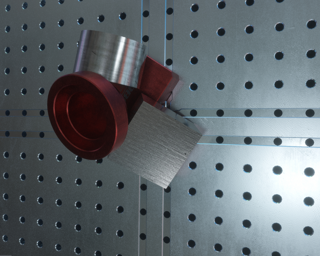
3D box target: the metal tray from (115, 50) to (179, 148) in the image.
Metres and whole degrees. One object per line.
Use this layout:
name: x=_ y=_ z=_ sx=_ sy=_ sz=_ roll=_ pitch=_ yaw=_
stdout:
metal tray: x=-0.046 y=-0.040 z=0.426 sx=0.090 sy=0.030 sz=0.129 roll=36 pitch=101 yaw=16

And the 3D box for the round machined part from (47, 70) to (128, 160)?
round machined part: x=-0.076 y=-0.017 z=0.350 sx=0.098 sy=0.042 sz=0.097 roll=12 pitch=116 yaw=27

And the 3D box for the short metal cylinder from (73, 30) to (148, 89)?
short metal cylinder: x=-0.059 y=-0.080 z=0.371 sx=0.080 sy=0.080 sz=0.050 roll=14 pitch=95 yaw=19

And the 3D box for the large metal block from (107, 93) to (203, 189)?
large metal block: x=-0.008 y=0.015 z=0.382 sx=0.080 sy=0.050 sz=0.080 roll=30 pitch=101 yaw=-14

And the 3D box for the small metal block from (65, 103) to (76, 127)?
small metal block: x=-0.105 y=-0.027 z=0.402 sx=0.025 sy=0.050 sz=0.050 roll=20 pitch=97 yaw=18
